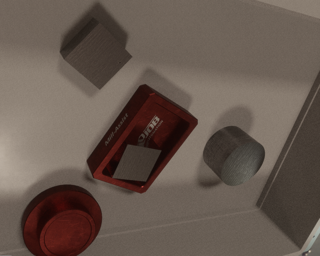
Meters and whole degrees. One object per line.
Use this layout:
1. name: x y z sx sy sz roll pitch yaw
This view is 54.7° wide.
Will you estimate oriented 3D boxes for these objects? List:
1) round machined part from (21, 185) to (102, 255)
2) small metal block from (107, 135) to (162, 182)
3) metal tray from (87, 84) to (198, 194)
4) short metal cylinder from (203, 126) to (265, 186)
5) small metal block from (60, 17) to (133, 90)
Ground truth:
1. round machined part: -0.121 0.126 0.395 0.099 0.042 0.097 -8 107 -27
2. small metal block: -0.034 0.039 0.399 0.050 0.025 0.050 13 112 -34
3. metal tray: -0.022 0.019 0.406 0.090 0.030 0.130 29 102 -38
4. short metal cylinder: 0.115 0.043 0.485 0.081 0.050 0.079 -14 125 -21
5. small metal block: -0.067 -0.077 0.325 0.050 0.025 0.050 -45 130 3
